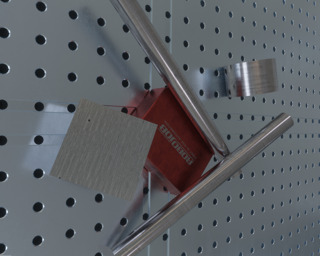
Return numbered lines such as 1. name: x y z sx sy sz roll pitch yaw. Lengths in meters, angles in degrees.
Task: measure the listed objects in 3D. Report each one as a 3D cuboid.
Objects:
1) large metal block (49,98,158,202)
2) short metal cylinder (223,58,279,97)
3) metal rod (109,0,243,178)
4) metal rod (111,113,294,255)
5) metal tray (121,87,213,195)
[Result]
1. large metal block: -0.056 0.025 0.323 0.080 0.050 0.080 20 75 -5
2. short metal cylinder: 0.145 -0.080 0.495 0.081 0.080 0.050 -15 100 -39
3. metal rod: 0.032 -0.042 0.396 0.025 0.025 0.300 -52 120 -27
4. metal rod: 0.067 0.071 0.411 0.301 0.025 0.025 -35 113 -16
5. metal tray: 0.014 0.021 0.418 0.130 0.030 0.090 49 61 -29
